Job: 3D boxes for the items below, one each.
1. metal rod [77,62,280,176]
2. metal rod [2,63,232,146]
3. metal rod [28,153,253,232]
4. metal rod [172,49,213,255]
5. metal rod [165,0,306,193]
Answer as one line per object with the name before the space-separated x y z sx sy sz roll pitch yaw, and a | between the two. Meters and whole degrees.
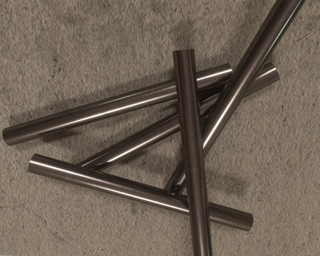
metal rod | 0.011 -0.002 0.409 0.301 0.025 0.025 -28 108 9
metal rod | -0.057 -0.028 0.398 0.301 0.025 0.025 -16 110 5
metal rod | -0.020 0.088 0.413 0.302 0.025 0.025 17 109 -6
metal rod | 0.044 0.056 0.385 0.025 0.025 0.298 -6 101 2
metal rod | 0.075 -0.019 0.377 0.025 0.025 0.298 23 118 -9
